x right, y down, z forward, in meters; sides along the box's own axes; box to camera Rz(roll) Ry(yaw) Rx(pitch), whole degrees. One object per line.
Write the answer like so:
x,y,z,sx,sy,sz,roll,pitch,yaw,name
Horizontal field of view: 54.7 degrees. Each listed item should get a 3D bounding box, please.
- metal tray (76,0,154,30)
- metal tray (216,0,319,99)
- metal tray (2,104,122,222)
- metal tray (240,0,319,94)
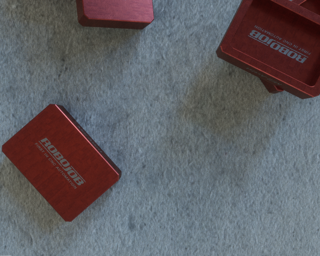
-0.060,-0.194,0.386,0.091,0.030,0.129,-6,92,-27,metal tray
0.147,-0.103,0.378,0.131,0.030,0.090,27,90,-1,metal tray
-0.126,0.044,0.406,0.090,0.030,0.130,-42,91,0,metal tray
0.181,-0.117,0.409,0.130,0.030,0.090,-34,90,-1,metal tray
